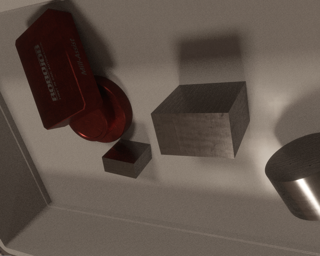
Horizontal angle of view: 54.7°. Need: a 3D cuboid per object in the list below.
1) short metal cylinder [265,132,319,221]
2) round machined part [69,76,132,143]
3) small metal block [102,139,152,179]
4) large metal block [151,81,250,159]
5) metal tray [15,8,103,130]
[{"bbox_3d":[0.158,0.048,0.319,0.080,0.080,0.050,-27,104,37],"label":"short metal cylinder"},{"bbox_3d":[-0.092,-0.020,0.432,0.098,0.042,0.097,13,124,20],"label":"round machined part"},{"bbox_3d":[-0.046,0.042,0.441,0.050,0.050,0.025,9,122,23],"label":"small metal block"},{"bbox_3d":[0.048,-0.011,0.340,0.080,0.080,0.050,1,119,27],"label":"large metal block"},{"bbox_3d":[-0.133,-0.072,0.400,0.090,0.030,0.129,-23,86,36],"label":"metal tray"}]
